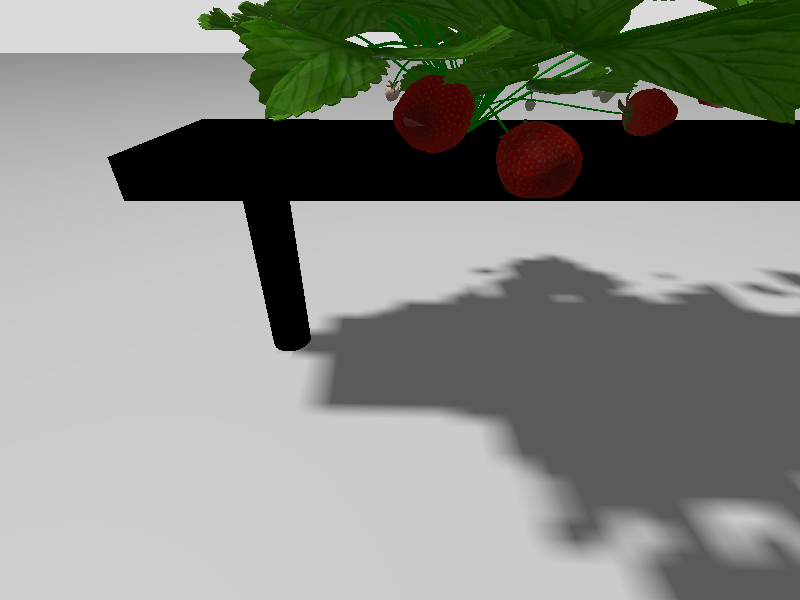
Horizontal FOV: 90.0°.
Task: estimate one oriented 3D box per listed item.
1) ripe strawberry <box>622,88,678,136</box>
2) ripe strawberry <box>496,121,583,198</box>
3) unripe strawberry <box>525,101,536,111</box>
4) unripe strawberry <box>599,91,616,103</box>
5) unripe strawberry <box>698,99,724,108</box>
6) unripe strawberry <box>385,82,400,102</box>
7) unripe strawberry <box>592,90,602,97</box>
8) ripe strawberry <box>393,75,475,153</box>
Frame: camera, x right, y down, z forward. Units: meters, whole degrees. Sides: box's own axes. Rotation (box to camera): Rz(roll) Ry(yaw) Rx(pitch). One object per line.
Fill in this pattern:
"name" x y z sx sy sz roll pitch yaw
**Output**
"ripe strawberry" 0.189 -0.140 0.301 0.034 0.033 0.037 5 33 7
"ripe strawberry" 0.063 -0.061 0.178 0.038 0.033 0.038 -1 34 -2
"unripe strawberry" 0.135 -0.202 0.416 0.011 0.010 0.010 22 39 30
"unripe strawberry" 0.241 -0.241 0.467 0.021 0.022 0.020 -27 42 -35
"unripe strawberry" 0.347 -0.227 0.438 0.034 0.033 0.032 -1 23 47
"unripe strawberry" -0.010 -0.247 0.478 0.018 0.021 0.020 -11 -21 -16
"unripe strawberry" 0.205 -0.216 0.417 0.010 0.010 0.009 -23 40 -31
"ripe strawberry" 0.019 -0.114 0.249 0.051 0.045 0.046 14 36 20
